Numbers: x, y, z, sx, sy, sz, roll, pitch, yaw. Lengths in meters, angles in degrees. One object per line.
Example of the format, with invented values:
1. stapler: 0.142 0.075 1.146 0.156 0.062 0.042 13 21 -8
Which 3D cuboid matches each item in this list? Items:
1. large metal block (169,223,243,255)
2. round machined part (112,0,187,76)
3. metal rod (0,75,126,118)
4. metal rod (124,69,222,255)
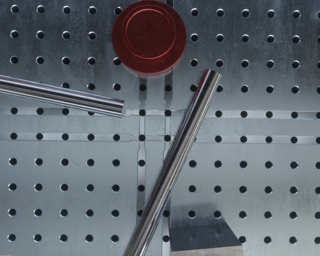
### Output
1. large metal block: 0.054 0.160 0.387 0.081 0.080 0.050 -5 90 -1
2. round machined part: -0.014 -0.120 0.405 0.099 0.042 0.097 0 90 -1
3. metal rod: -0.196 -0.055 0.410 0.302 0.025 0.025 12 90 -1
4. metal rod: 0.012 0.064 0.413 0.025 0.025 0.299 24 90 -1
